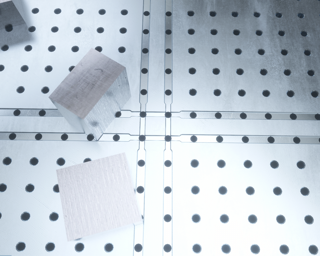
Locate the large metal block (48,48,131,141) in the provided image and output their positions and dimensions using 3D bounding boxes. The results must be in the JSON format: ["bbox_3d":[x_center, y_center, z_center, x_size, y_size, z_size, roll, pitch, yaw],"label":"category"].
[{"bbox_3d":[-0.084,-0.040,0.396,0.050,0.080,0.080,32,73,10],"label":"large metal block"}]

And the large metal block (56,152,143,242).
[{"bbox_3d":[-0.069,0.082,0.367,0.081,0.050,0.080,-14,71,-6],"label":"large metal block"}]

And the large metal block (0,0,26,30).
[{"bbox_3d":[-0.260,-0.195,0.466,0.081,0.050,0.080,-17,71,-7],"label":"large metal block"}]
